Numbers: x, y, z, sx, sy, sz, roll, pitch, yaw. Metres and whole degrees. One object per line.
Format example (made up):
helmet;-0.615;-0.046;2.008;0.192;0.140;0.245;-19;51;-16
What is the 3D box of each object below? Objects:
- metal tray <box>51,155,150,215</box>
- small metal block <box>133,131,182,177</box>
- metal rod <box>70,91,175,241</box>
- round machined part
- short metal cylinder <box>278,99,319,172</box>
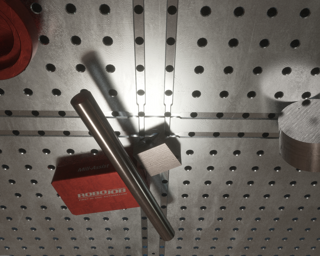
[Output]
metal tray;-0.089;0.092;0.486;0.131;0.030;0.090;-9;130;7
small metal block;-0.003;0.038;0.444;0.050;0.025;0.050;-23;127;18
metal rod;-0.037;0.073;0.433;0.025;0.025;0.299;-16;129;12
round machined part;-0.173;-0.101;0.312;0.099;0.042;0.097;-1;130;0
short metal cylinder;0.191;0.008;0.386;0.080;0.080;0.050;-12;129;9
